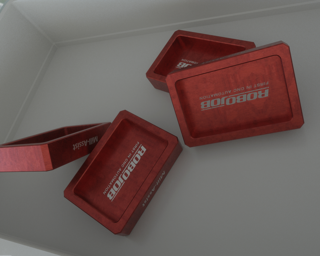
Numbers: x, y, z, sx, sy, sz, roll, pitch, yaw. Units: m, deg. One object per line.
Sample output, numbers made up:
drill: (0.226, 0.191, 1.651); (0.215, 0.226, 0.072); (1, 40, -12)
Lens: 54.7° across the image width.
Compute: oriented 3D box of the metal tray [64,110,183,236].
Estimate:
metal tray: (-0.044, 0.052, 0.380); (0.090, 0.030, 0.130); (28, 76, 23)

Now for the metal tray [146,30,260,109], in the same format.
metal tray: (0.055, -0.083, 0.424); (0.130, 0.030, 0.090); (23, 74, 36)

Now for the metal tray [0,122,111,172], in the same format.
metal tray: (-0.132, 0.022, 0.401); (0.090, 0.131, 0.030); (-5, 100, 26)

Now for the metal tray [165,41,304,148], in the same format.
metal tray: (0.081, -0.034, 0.344); (0.130, 0.090, 0.030); (-12, 15, 21)
